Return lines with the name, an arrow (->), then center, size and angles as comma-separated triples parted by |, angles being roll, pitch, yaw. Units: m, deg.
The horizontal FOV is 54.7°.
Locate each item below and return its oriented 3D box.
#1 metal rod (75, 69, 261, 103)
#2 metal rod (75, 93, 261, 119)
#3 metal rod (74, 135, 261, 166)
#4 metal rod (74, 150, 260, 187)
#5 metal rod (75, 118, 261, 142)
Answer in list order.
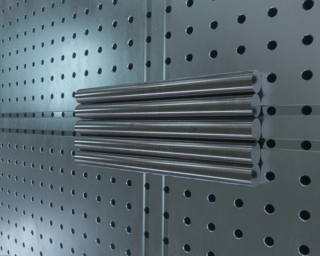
metal rod -> -0.015, -0.051, 0.419 | 0.300, 0.025, 0.025 | 1, 91, 39
metal rod -> -0.015, -0.025, 0.420 | 0.300, 0.025, 0.025 | 1, 91, 39
metal rod -> -0.015, 0.025, 0.420 | 0.300, 0.025, 0.025 | 1, 91, 39
metal rod -> -0.016, 0.049, 0.420 | 0.300, 0.025, 0.025 | 0, 90, 39
metal rod -> -0.015, 0.000, 0.419 | 0.300, 0.025, 0.025 | 1, 91, 39
